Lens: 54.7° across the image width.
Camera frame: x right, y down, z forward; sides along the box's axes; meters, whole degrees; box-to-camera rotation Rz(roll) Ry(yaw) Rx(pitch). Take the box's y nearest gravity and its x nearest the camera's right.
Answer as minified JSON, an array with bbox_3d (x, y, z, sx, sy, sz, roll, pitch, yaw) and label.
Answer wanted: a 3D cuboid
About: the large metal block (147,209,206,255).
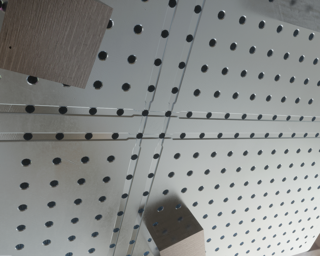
[{"bbox_3d":[0.030,0.200,0.538,0.081,0.050,0.079,-21,127,-17],"label":"large metal block"}]

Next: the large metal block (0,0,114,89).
[{"bbox_3d":[-0.101,-0.091,0.285,0.081,0.050,0.079,12,112,-34],"label":"large metal block"}]

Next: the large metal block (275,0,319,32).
[{"bbox_3d":[0.204,-0.169,0.385,0.080,0.080,0.050,-37,130,-4],"label":"large metal block"}]
